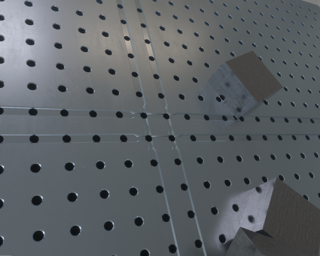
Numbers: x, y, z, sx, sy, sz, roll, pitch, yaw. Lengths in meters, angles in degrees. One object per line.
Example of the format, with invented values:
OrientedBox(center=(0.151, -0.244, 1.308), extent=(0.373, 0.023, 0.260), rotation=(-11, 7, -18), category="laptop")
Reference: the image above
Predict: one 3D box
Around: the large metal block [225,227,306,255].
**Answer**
OrientedBox(center=(0.110, 0.163, 0.325), extent=(0.080, 0.050, 0.080), rotation=(23, 97, -14), category="large metal block")

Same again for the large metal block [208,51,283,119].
OrientedBox(center=(0.141, -0.072, 0.511), extent=(0.081, 0.050, 0.080), rotation=(-27, 77, -37), category="large metal block")

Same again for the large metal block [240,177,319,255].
OrientedBox(center=(0.156, 0.125, 0.399), extent=(0.080, 0.050, 0.080), rotation=(37, 51, -4), category="large metal block")
